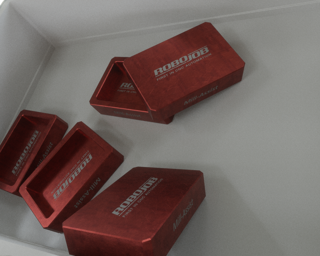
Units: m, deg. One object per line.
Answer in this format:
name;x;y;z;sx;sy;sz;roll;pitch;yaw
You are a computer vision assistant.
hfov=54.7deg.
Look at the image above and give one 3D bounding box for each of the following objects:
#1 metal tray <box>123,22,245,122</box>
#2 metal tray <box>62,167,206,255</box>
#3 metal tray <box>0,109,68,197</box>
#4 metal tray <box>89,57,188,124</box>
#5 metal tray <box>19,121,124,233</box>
metal tray;0.030;-0.075;0.400;0.131;0.030;0.090;-27;63;-7
metal tray;-0.018;0.080;0.309;0.090;0.030;0.131;0;17;28
metal tray;-0.212;0.037;0.488;0.090;0.030;0.130;9;66;31
metal tray;-0.031;-0.059;0.452;0.130;0.030;0.090;9;66;31
metal tray;-0.123;0.063;0.425;0.090;0.030;0.130;34;80;38
